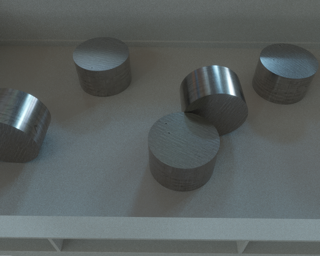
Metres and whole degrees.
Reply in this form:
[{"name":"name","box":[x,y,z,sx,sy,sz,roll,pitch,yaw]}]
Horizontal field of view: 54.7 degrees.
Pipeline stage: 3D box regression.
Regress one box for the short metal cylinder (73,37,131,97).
[{"name":"short metal cylinder","box":[-0.085,-0.092,0.466,0.080,0.050,0.080,0,50,0]}]

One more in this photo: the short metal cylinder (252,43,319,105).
[{"name":"short metal cylinder","box":[0.183,-0.080,0.458,0.080,0.050,0.080,0,50,0]}]

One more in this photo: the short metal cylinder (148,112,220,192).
[{"name":"short metal cylinder","box":[0.027,0.027,0.366,0.080,0.050,0.080,0,50,0]}]

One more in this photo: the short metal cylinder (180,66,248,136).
[{"name":"short metal cylinder","box":[0.067,-0.033,0.397,0.081,0.080,0.050,-1,50,-1]}]

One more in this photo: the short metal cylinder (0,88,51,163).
[{"name":"short metal cylinder","box":[-0.178,-0.001,0.369,0.080,0.080,0.050,2,50,2]}]
